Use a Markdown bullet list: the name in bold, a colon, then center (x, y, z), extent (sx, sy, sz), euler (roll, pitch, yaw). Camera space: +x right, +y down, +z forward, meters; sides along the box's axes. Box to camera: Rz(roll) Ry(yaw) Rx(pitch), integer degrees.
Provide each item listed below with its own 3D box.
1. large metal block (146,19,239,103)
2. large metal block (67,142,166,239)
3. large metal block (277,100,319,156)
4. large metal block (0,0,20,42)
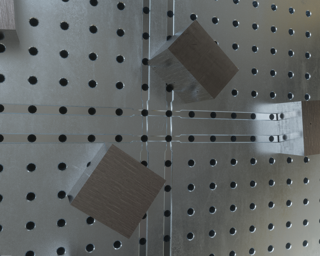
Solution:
- **large metal block**: center (0.039, -0.080, 0.397), extent (0.080, 0.080, 0.050), euler (45, 76, -15)
- **large metal block**: center (-0.053, 0.073, 0.380), extent (0.080, 0.050, 0.080), euler (37, 78, -16)
- **large metal block**: center (0.236, -0.002, 0.486), extent (0.081, 0.050, 0.080), euler (-5, 92, -20)
- **large metal block**: center (-0.197, -0.138, 0.327), extent (0.081, 0.050, 0.080), euler (-4, 92, -20)
